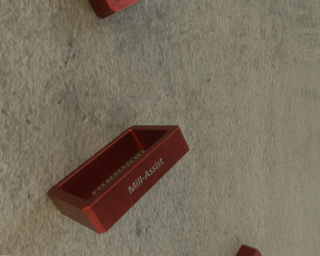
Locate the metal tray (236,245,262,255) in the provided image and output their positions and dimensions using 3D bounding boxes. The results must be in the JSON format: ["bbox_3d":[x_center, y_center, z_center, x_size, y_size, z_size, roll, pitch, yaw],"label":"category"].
[{"bbox_3d":[0.138,0.278,0.521,0.131,0.030,0.090,-45,117,-31],"label":"metal tray"}]

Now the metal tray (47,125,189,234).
[{"bbox_3d":[-0.042,0.044,0.328,0.131,0.090,0.030,-40,115,-33],"label":"metal tray"}]

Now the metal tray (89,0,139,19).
[{"bbox_3d":[-0.061,-0.204,0.350,0.090,0.030,0.130,-43,116,-32],"label":"metal tray"}]
